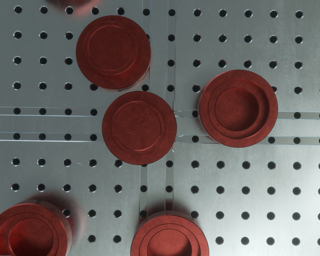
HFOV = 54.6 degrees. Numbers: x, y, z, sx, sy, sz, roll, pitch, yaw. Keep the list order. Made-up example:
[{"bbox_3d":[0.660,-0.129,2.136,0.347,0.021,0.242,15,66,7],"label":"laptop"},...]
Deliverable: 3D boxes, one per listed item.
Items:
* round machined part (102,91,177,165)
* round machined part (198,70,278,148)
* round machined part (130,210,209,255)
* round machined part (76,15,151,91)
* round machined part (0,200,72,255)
[{"bbox_3d":[-0.027,0.000,0.405,0.099,0.042,0.097,0,90,0],"label":"round machined part"},{"bbox_3d":[0.098,-0.024,0.405,0.099,0.042,0.097,0,90,0],"label":"round machined part"},{"bbox_3d":[0.012,0.156,0.405,0.099,0.042,0.097,0,90,0],"label":"round machined part"},{"bbox_3d":[-0.061,-0.099,0.404,0.099,0.042,0.097,0,90,0],"label":"round machined part"},{"bbox_3d":[-0.164,0.142,0.404,0.099,0.042,0.097,0,90,0],"label":"round machined part"}]
